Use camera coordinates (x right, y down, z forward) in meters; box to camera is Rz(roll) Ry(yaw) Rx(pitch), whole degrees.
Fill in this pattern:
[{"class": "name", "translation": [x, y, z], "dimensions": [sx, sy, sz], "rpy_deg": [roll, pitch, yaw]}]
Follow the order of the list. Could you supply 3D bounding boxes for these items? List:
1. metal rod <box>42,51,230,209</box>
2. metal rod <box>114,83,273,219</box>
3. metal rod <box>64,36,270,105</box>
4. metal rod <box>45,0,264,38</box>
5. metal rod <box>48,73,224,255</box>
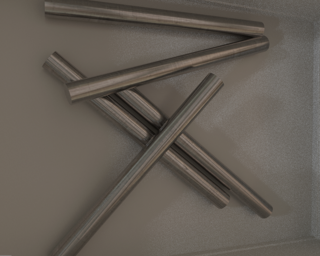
[{"class": "metal rod", "translation": [-0.019, 0.012, 0.404], "dimensions": [0.300, 0.025, 0.025], "rpy_deg": [40, 77, -16]}, {"class": "metal rod", "translation": [0.051, 0.034, 0.430], "dimensions": [0.300, 0.025, 0.025], "rpy_deg": [40, 77, -16]}, {"class": "metal rod", "translation": [0.027, -0.082, 0.404], "dimensions": [0.302, 0.025, 0.025], "rpy_deg": [-19, 97, -25]}, {"class": "metal rod", "translation": [0.007, -0.145, 0.413], "dimensions": [0.303, 0.025, 0.025], "rpy_deg": [-1, 91, -21]}, {"class": "metal rod", "translation": [-0.027, 0.050, 0.379], "dimensions": [0.025, 0.025, 0.300], "rpy_deg": [43, 84, -16]}]
